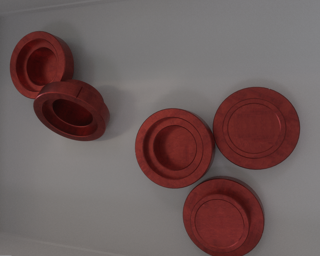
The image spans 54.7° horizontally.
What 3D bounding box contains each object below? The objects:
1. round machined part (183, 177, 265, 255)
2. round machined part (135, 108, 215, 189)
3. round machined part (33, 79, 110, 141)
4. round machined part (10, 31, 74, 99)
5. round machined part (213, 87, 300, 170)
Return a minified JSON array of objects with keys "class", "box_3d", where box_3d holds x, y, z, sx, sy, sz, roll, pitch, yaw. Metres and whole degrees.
[{"class":"round machined part","box_3d":[0.075,0.110,0.375,0.098,0.042,0.097,0,90,20]},{"class":"round machined part","box_3d":[0.021,0.025,0.394,0.098,0.042,0.097,0,90,20]},{"class":"round machined part","box_3d":[-0.116,-0.028,0.423,0.098,0.098,0.042,-2,49,20]},{"class":"round machined part","box_3d":[-0.169,-0.090,0.461,0.098,0.042,0.097,0,90,20]},{"class":"round machined part","box_3d":[0.111,0.000,0.362,0.098,0.042,0.097,0,90,20]}]
